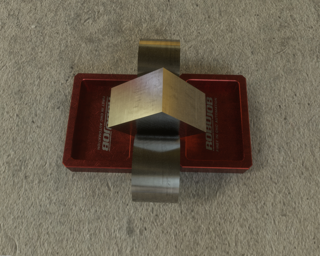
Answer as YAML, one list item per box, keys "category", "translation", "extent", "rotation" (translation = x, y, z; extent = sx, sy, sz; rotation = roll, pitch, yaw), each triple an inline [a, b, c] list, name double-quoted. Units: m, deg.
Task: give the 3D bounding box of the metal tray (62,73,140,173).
- category: "metal tray"
  translation: [-0.072, -0.008, 0.409]
  extent: [0.091, 0.030, 0.130]
  rotation: [2, 70, 0]

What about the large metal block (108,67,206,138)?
- category: "large metal block"
  translation: [-0.002, -0.021, 0.366]
  extent: [0.080, 0.080, 0.050]
  rotation: [-14, 65, 38]

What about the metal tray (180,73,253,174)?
- category: "metal tray"
  translation: [0.069, -0.007, 0.410]
  extent: [0.091, 0.030, 0.130]
  rotation: [2, 70, 0]

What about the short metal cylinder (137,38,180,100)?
- category: "short metal cylinder"
  translation: [-0.001, -0.076, 0.408]
  extent: [0.050, 0.080, 0.080]
  rotation: [2, 70, 1]

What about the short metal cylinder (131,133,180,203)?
- category: "short metal cylinder"
  translation: [-0.004, 0.047, 0.363]
  extent: [0.050, 0.080, 0.080]
  rotation: [2, 70, 1]
